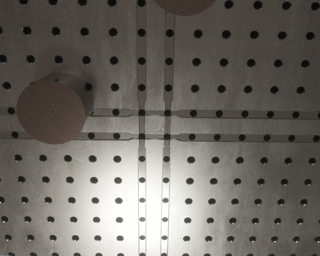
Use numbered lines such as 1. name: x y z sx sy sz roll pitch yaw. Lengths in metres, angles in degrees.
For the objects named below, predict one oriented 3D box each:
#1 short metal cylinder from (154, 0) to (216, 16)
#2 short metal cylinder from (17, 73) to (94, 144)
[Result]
1. short metal cylinder: 0.027 -0.165 0.340 0.081 0.050 0.079 0 110 -1
2. short metal cylinder: -0.128 -0.026 0.389 0.081 0.050 0.079 0 110 -1
